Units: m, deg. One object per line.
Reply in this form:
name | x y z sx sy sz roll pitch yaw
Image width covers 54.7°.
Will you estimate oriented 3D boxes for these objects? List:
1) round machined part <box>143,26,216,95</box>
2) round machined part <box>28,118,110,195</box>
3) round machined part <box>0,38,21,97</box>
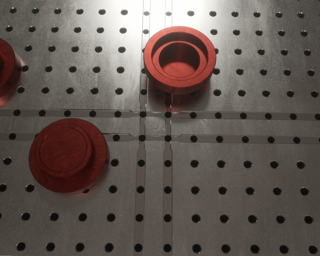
round machined part | 0.027 -0.090 0.436 0.099 0.042 0.098 0 70 -1
round machined part | -0.116 0.032 0.390 0.099 0.042 0.098 0 70 -1
round machined part | -0.252 -0.089 0.432 0.099 0.042 0.098 0 70 0
